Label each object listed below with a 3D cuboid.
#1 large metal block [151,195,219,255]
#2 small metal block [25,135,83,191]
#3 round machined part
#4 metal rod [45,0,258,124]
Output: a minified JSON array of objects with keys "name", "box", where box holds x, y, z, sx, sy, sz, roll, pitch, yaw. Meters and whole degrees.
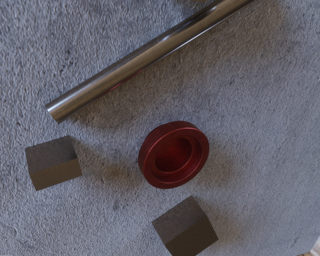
[{"name":"large metal block","box":[0.044,0.175,0.525,0.080,0.050,0.080,-32,129,-8]},{"name":"small metal block","box":[-0.120,0.038,0.349,0.050,0.050,0.025,-18,126,-19]},{"name":"round machined part","box":[0.015,0.032,0.426,0.099,0.042,0.097,-14,125,-21]},{"name":"metal rod","box":[0.009,-0.097,0.353,0.301,0.025,0.025,-33,129,-7]}]
